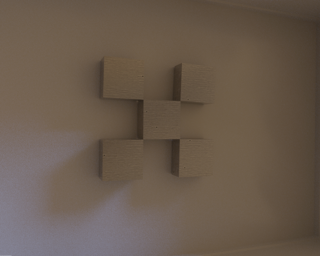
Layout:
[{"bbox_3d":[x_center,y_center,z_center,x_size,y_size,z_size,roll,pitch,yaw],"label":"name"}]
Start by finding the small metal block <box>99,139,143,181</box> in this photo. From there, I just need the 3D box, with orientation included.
[{"bbox_3d":[-0.049,0.039,0.390,0.050,0.025,0.050,1,90,-20],"label":"small metal block"}]

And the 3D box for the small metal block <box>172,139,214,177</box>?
[{"bbox_3d":[0.045,0.040,0.424,0.050,0.025,0.050,1,90,-20],"label":"small metal block"}]

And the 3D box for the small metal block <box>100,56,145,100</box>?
[{"bbox_3d":[-0.048,-0.061,0.391,0.050,0.025,0.050,2,90,-20],"label":"small metal block"}]

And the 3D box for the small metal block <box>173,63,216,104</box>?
[{"bbox_3d":[0.047,-0.059,0.425,0.050,0.025,0.050,3,89,-20],"label":"small metal block"}]

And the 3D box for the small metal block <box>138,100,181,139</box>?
[{"bbox_3d":[-0.001,-0.011,0.407,0.050,0.025,0.050,0,90,-20],"label":"small metal block"}]
